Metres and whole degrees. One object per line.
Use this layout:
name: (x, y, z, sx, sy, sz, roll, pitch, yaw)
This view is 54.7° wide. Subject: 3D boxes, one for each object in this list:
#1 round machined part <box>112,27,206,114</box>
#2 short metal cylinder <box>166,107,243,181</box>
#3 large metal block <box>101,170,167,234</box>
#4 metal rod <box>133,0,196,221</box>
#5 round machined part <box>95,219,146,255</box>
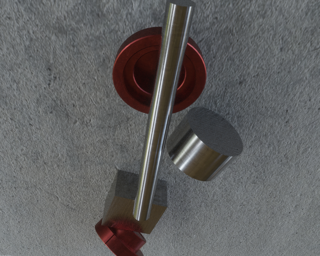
round machined part: (-0.001, -0.065, 0.341, 0.099, 0.042, 0.097, 0, 130, 0)
short metal cylinder: (0.055, 0.019, 0.388, 0.080, 0.080, 0.050, 23, 127, -18)
large metal block: (-0.041, 0.119, 0.492, 0.081, 0.050, 0.079, 16, 128, -13)
metal rod: (-0.004, 0.008, 0.354, 0.025, 0.025, 0.298, 6, 128, -6)
round machined part: (-0.062, 0.186, 0.530, 0.042, 0.098, 0.098, -46, 124, -10)
